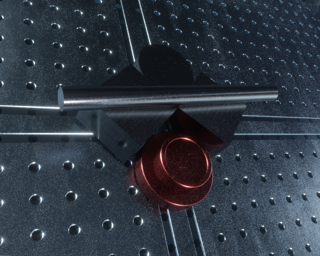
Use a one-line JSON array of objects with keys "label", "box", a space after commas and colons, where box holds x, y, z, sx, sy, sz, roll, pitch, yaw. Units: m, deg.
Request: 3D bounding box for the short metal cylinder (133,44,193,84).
[{"label": "short metal cylinder", "box": [-0.001, -0.068, 0.428, 0.081, 0.050, 0.080, 14, 56, -21]}]

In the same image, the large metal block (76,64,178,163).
[{"label": "large metal block", "box": [-0.040, -0.019, 0.377, 0.080, 0.050, 0.080, 44, 51, 0]}]

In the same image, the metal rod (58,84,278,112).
[{"label": "metal rod", "box": [0.033, -0.040, 0.379, 0.303, 0.025, 0.025, -5, 64, -30]}]

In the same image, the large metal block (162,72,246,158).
[{"label": "large metal block", "box": [0.062, -0.017, 0.428, 0.080, 0.050, 0.080, 36, 52, -4]}]

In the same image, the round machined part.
[{"label": "round machined part", "box": [0.023, 0.046, 0.376, 0.099, 0.042, 0.098, 14, 56, -21]}]
